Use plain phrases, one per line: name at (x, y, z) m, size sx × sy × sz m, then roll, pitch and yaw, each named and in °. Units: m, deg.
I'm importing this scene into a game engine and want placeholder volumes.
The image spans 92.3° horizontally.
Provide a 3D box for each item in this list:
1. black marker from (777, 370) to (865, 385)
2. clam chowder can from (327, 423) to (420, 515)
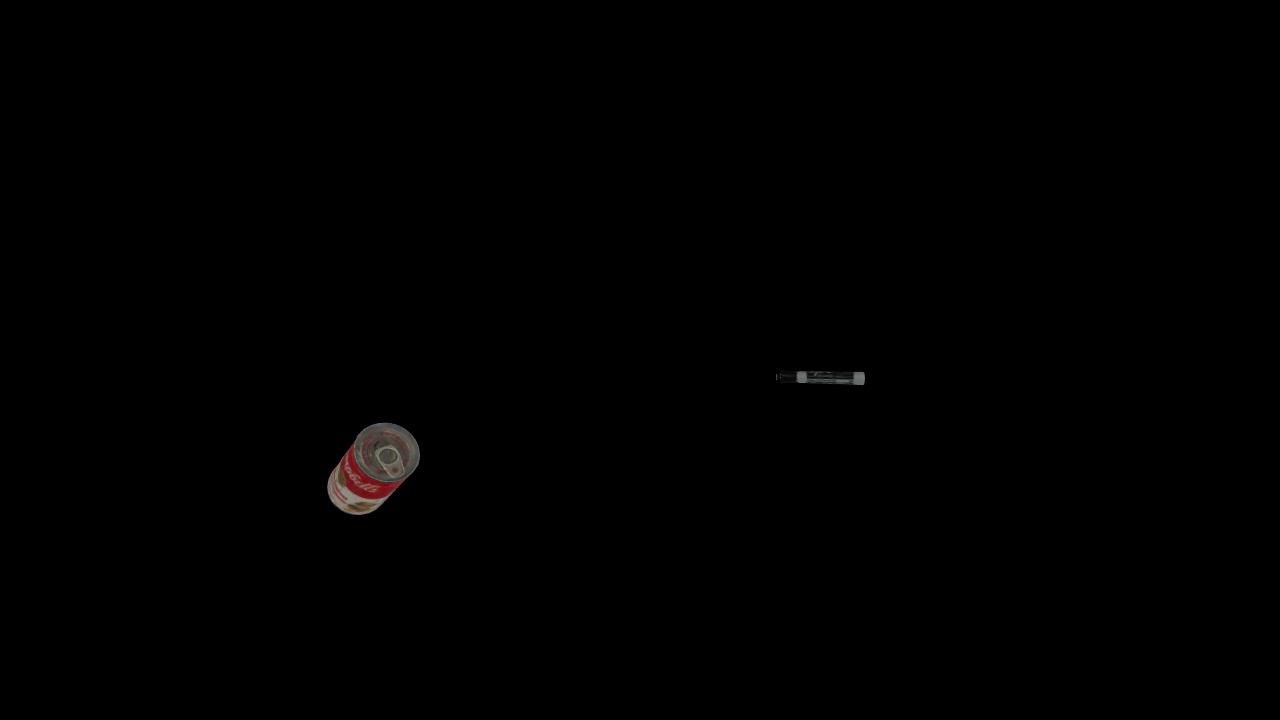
black marker at (0.257, 0.025, 0.881) m, size 0.121 × 0.020 × 0.020 m, roll 1°, pitch 0°, yaw 12°
clam chowder can at (-0.292, 0.120, 0.670) m, size 0.068 × 0.068 × 0.102 m, roll 0°, pitch -30°, yaw -43°
